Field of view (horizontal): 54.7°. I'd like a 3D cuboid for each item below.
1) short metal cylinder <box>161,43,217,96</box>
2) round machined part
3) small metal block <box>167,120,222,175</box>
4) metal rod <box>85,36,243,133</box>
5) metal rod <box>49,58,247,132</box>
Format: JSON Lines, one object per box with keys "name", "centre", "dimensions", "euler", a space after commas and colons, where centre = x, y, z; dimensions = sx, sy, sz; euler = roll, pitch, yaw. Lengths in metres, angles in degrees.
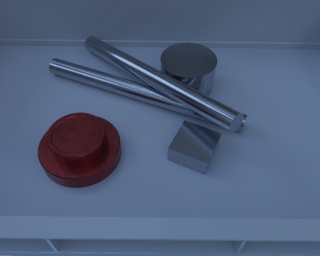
{"name": "short metal cylinder", "centre": [0.041, -0.082, 0.458], "dimensions": [0.081, 0.050, 0.080], "euler": [0, 50, 0]}
{"name": "round machined part", "centre": [-0.098, 0.019, 0.376], "dimensions": [0.099, 0.042, 0.098], "euler": [0, 50, 0]}
{"name": "small metal block", "centre": [0.043, 0.023, 0.386], "dimensions": [0.050, 0.025, 0.050], "euler": [21, 53, 16]}
{"name": "metal rod", "centre": [-0.015, -0.074, 0.438], "dimensions": [0.025, 0.025, 0.300], "euler": [-36, 50, -26]}
{"name": "metal rod", "centre": [-0.027, -0.052, 0.447], "dimensions": [0.301, 0.025, 0.025], "euler": [18, 52, 14]}
